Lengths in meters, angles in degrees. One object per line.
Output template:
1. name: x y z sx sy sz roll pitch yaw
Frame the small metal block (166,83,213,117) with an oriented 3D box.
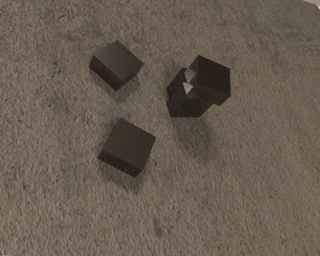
1. small metal block: 0.044 -0.038 0.437 0.050 0.050 0.025 -1 63 -29

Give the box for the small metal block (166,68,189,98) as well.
1. small metal block: 0.045 -0.060 0.451 0.050 0.050 0.025 -1 62 -29

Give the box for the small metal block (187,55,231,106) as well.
1. small metal block: 0.066 -0.064 0.416 0.050 0.025 0.050 19 54 -17

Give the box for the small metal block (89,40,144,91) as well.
1. small metal block: -0.059 -0.086 0.426 0.050 0.025 0.050 42 51 0

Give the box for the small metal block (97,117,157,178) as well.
1. small metal block: -0.039 0.023 0.370 0.050 0.025 0.050 30 52 -10
